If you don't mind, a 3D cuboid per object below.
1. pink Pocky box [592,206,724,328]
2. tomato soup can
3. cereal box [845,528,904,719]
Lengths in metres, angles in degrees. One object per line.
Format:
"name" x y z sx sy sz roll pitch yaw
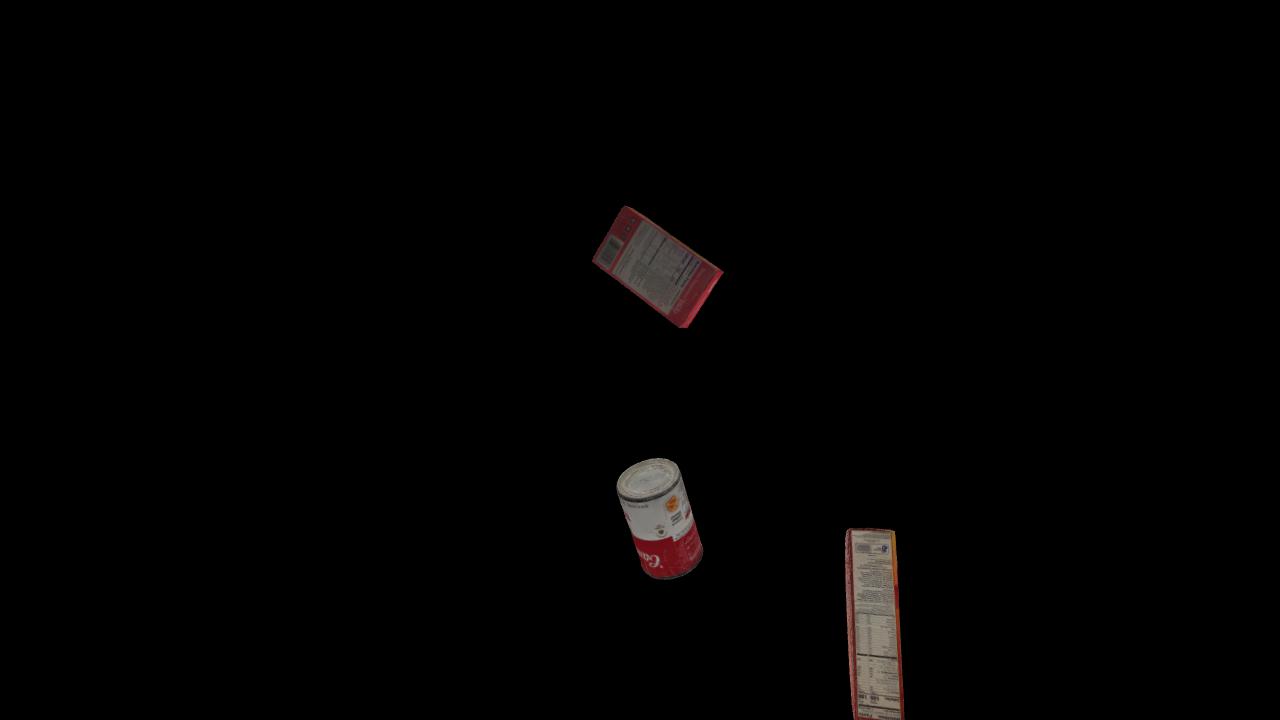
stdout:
"pink Pocky box" 0.020 -0.116 0.763 0.155 0.084 0.029 39 18 21
"tomato soup can" 0.021 0.159 0.619 0.068 0.101 0.068 -13 23 6
"cereal box" 0.387 0.440 1.024 0.081 0.306 0.203 -2 -17 17
